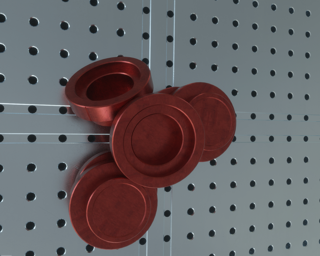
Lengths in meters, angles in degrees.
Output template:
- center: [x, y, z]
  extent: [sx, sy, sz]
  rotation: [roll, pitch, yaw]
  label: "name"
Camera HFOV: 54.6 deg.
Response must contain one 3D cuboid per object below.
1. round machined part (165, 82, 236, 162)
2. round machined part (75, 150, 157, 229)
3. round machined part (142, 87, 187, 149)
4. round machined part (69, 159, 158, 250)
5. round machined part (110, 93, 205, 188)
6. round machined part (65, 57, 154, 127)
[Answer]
- center: [0.051, -0.007, 0.376]
  extent: [0.099, 0.042, 0.097]
  rotation: [0, 89, -20]
  label: "round machined part"
- center: [-0.049, 0.075, 0.363]
  extent: [0.099, 0.042, 0.097]
  rotation: [0, 90, -20]
  label: "round machined part"
- center: [0.023, -0.003, 0.390]
  extent: [0.099, 0.042, 0.097]
  rotation: [0, 90, -20]
  label: "round machined part"
- center: [-0.048, 0.085, 0.340]
  extent: [0.099, 0.042, 0.097]
  rotation: [0, 90, -20]
  label: "round machined part"
- center: [-0.005, 0.011, 0.333]
  extent: [0.099, 0.042, 0.097]
  rotation: [-3, 99, -17]
  label: "round machined part"
- center: [-0.056, -0.039, 0.362]
  extent: [0.099, 0.098, 0.042]
  rotation: [-29, 135, -18]
  label: "round machined part"
